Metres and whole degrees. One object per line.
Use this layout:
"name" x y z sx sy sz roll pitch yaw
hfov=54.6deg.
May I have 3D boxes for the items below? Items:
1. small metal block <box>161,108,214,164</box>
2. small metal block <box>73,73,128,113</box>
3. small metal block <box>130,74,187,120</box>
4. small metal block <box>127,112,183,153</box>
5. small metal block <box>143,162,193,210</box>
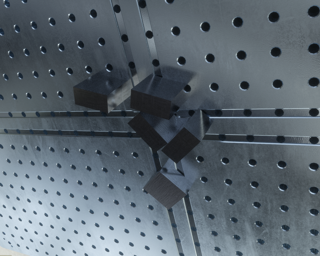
"small metal block" 0.034 0.010 0.383 0.025 0.050 0.050 41 129 0
"small metal block" -0.076 -0.047 0.407 0.050 0.050 0.025 15 125 19
"small metal block" -0.001 -0.038 0.372 0.050 0.050 0.025 18 126 18
"small metal block" -0.005 -0.006 0.395 0.050 0.050 0.025 47 129 -5
"small metal block" 0.011 0.086 0.459 0.050 0.025 0.050 40 129 0
